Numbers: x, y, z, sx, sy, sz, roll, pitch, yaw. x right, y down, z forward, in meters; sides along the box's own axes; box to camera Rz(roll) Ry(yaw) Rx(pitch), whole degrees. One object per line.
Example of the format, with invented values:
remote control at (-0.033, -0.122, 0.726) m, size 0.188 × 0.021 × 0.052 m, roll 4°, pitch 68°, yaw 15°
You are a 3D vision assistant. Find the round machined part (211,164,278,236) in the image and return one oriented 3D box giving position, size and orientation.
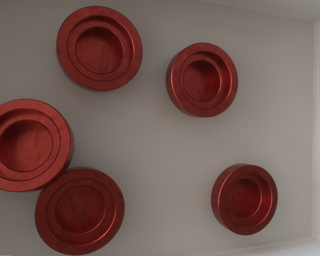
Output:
round machined part at (0.116, 0.100, 0.446) m, size 0.099 × 0.042 × 0.097 m, roll 0°, pitch 90°, yaw -21°

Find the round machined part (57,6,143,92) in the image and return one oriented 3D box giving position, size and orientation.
round machined part at (-0.074, -0.092, 0.375) m, size 0.099 × 0.042 × 0.097 m, roll 0°, pitch 90°, yaw -21°

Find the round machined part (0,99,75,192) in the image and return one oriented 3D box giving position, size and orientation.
round machined part at (-0.143, 0.021, 0.338) m, size 0.099 × 0.042 × 0.098 m, roll 1°, pitch 77°, yaw -5°

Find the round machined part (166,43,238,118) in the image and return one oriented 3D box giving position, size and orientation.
round machined part at (0.053, -0.063, 0.422) m, size 0.099 × 0.042 × 0.097 m, roll 0°, pitch 90°, yaw -21°

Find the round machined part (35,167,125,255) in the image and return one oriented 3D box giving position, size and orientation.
round machined part at (-0.095, 0.094, 0.367) m, size 0.099 × 0.042 × 0.097 m, roll 0°, pitch 90°, yaw -21°
